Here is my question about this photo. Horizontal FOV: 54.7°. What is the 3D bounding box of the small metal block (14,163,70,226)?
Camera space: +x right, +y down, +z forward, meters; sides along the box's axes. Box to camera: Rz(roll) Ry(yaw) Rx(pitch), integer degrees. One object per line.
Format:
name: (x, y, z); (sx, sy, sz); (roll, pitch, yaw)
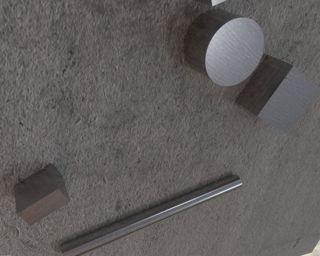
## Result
small metal block: (-0.139, 0.076, 0.362); (0.050, 0.050, 0.025); (-31, 129, -8)

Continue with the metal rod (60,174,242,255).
metal rod: (-0.002, 0.136, 0.489); (0.302, 0.025, 0.025); (-18, 126, -18)

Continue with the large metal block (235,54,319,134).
large metal block: (0.172, -0.048, 0.455); (0.080, 0.050, 0.080); (23, 106, -37)

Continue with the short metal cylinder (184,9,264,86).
short metal cylinder: (0.076, -0.097, 0.372); (0.081, 0.050, 0.079); (-14, 124, -21)

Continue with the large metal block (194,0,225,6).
large metal block: (0.042, -0.169, 0.290); (0.050, 0.080, 0.080); (-27, 128, -12)
